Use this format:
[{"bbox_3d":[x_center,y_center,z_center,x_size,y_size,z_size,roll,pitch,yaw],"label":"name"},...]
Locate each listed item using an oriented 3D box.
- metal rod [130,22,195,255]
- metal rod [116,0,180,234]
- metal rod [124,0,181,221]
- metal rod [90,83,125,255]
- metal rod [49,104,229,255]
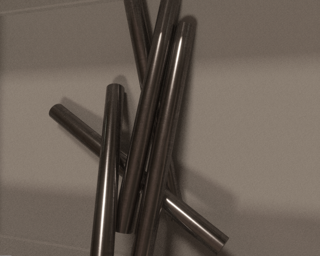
[{"bbox_3d":[0.005,0.014,0.371,0.025,0.025,0.299,7,78,19],"label":"metal rod"},{"bbox_3d":[-0.015,-0.024,0.384,0.025,0.025,0.299,8,81,19],"label":"metal rod"},{"bbox_3d":[-0.009,-0.029,0.412,0.025,0.025,0.298,-12,86,19],"label":"metal rod"},{"bbox_3d":[-0.062,0.076,0.361,0.025,0.025,0.299,-11,59,19],"label":"metal rod"},{"bbox_3d":[-0.043,0.054,0.405,0.300,0.025,0.025,35,101,23],"label":"metal rod"}]
